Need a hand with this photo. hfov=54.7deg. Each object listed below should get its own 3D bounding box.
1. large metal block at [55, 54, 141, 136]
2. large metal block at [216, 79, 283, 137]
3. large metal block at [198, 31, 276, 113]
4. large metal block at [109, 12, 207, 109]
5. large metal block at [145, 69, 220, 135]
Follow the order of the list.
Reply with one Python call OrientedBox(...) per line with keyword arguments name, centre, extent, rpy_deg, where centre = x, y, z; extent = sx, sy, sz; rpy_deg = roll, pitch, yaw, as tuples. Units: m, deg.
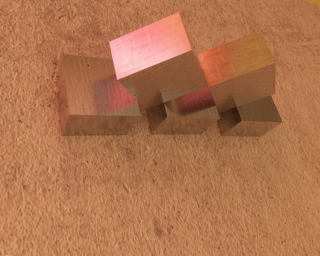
OrientedBox(name="large metal block", centre=(-0.077, -0.037, 0.372), extent=(0.081, 0.050, 0.080), rpy_deg=(0, 62, -29))
OrientedBox(name="large metal block", centre=(0.130, -0.033, 0.482), extent=(0.081, 0.050, 0.080), rpy_deg=(1, 61, -28))
OrientedBox(name="large metal block", centre=(0.103, -0.070, 0.409), extent=(0.080, 0.080, 0.050), rpy_deg=(-19, 64, 12))
OrientedBox(name="large metal block", centre=(0.001, -0.071, 0.351), extent=(0.080, 0.080, 0.050), rpy_deg=(45, 27, -63))
OrientedBox(name="large metal block", centre=(0.025, -0.037, 0.427), extent=(0.081, 0.050, 0.080), rpy_deg=(1, 62, -28))
